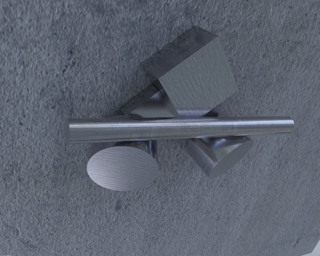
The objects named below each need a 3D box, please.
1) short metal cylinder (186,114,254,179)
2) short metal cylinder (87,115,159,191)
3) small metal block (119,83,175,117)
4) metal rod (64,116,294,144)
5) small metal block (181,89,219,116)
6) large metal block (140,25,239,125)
[{"bbox_3d":[0.084,0.027,0.437,0.080,0.050,0.080,-31,154,-17],"label":"short metal cylinder"},{"bbox_3d":[-0.043,0.031,0.369,0.081,0.050,0.079,-2,133,-2],"label":"short metal cylinder"},{"bbox_3d":[-0.015,-0.019,0.389,0.050,0.025,0.050,-38,129,-4],"label":"small metal block"},{"bbox_3d":[0.045,-0.001,0.366,0.303,0.025,0.025,-2,119,-28],"label":"metal rod"},{"bbox_3d":[0.049,-0.017,0.424,0.050,0.025,0.050,-37,129,-3],"label":"small metal block"},{"bbox_3d":[0.037,-0.061,0.372,0.080,0.050,0.080,-36,129,-4],"label":"large metal block"}]
